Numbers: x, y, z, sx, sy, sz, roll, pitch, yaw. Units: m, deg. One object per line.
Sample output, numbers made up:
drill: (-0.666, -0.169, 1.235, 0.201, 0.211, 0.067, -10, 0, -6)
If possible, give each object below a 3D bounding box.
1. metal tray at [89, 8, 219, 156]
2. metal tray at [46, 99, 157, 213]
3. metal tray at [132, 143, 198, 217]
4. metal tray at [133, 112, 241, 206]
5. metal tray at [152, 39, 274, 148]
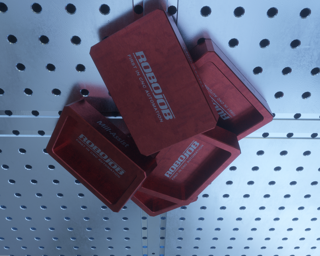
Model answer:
metal tray: (-0.005, -0.045, 0.330, 0.090, 0.030, 0.129, -24, 96, 18)
metal tray: (-0.078, 0.037, 0.398, 0.130, 0.030, 0.089, 40, 124, 6)
metal tray: (-0.011, 0.081, 0.477, 0.090, 0.030, 0.130, -26, 126, 20)
metal tray: (0.031, 0.046, 0.408, 0.091, 0.030, 0.129, 23, 126, -19)
metal tray: (0.065, -0.033, 0.381, 0.090, 0.030, 0.130, -36, 122, 26)
